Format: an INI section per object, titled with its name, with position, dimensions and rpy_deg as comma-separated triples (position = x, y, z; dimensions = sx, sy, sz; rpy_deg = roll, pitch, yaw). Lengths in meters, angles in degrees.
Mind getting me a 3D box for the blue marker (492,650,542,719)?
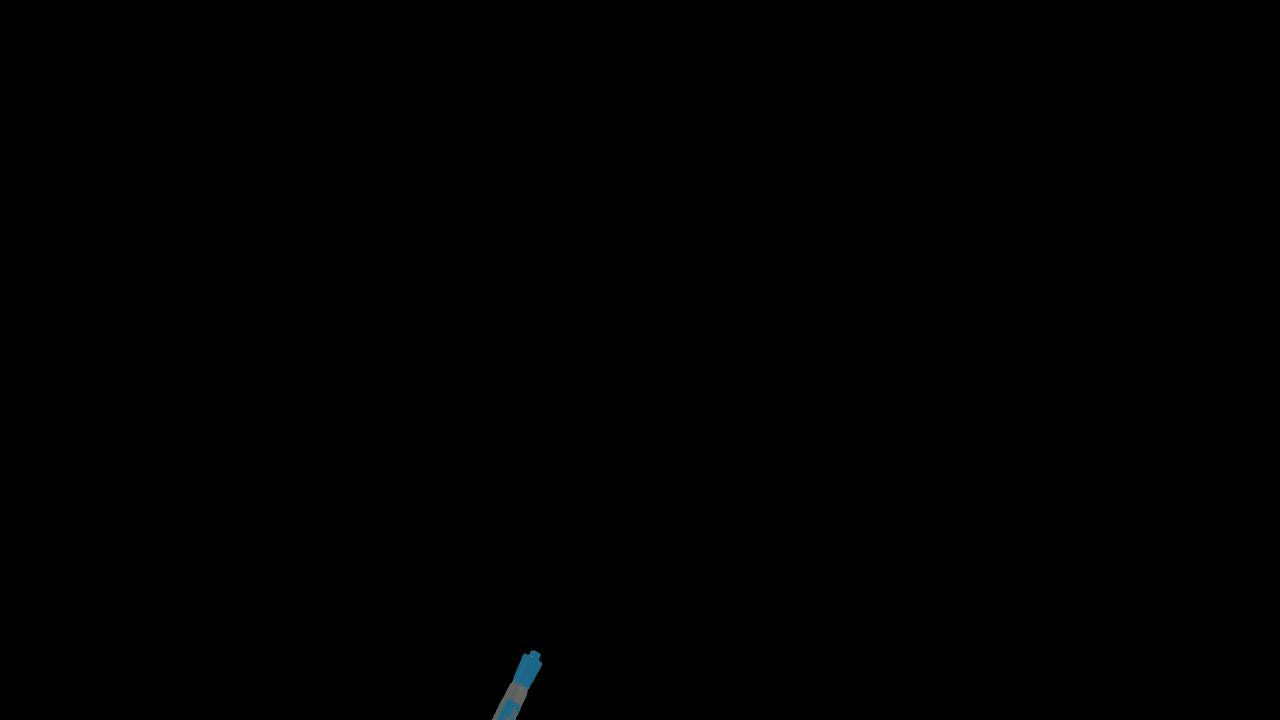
[blue marker]
position = -0.114, 0.298, 0.502
dimensions = 0.020, 0.121, 0.020
rpy_deg = 18, -37, 14
